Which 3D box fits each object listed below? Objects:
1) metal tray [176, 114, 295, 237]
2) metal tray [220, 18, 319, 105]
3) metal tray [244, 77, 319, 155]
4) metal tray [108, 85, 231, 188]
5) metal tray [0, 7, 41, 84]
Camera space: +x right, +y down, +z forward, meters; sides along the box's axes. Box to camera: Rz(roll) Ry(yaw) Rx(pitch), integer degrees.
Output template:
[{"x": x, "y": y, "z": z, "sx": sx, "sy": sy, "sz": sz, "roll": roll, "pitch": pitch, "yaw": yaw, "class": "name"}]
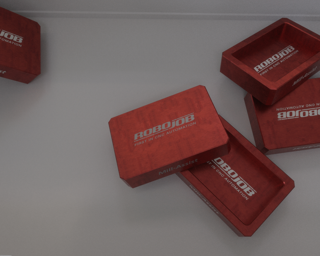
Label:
[{"x": 0.086, "y": 0.057, "z": 0.386, "sx": 0.090, "sy": 0.030, "sz": 0.130, "roll": -42, "pitch": 76, "yaw": -14, "class": "metal tray"}, {"x": 0.159, "y": -0.095, "z": 0.420, "sx": 0.131, "sy": 0.030, "sz": 0.090, "roll": -33, "pitch": 58, "yaw": -20, "class": "metal tray"}, {"x": 0.189, "y": -0.018, "z": 0.414, "sx": 0.131, "sy": 0.030, "sz": 0.090, "roll": -7, "pitch": 70, "yaw": -3, "class": "metal tray"}, {"x": 0.009, "y": 0.009, "z": 0.380, "sx": 0.131, "sy": 0.030, "sz": 0.090, "roll": -20, "pitch": 56, "yaw": 3, "class": "metal tray"}, {"x": -0.225, "y": -0.118, "z": 0.403, "sx": 0.030, "sy": 0.131, "sz": 0.090, "roll": -24, "pitch": 65, "yaw": 37, "class": "metal tray"}]
